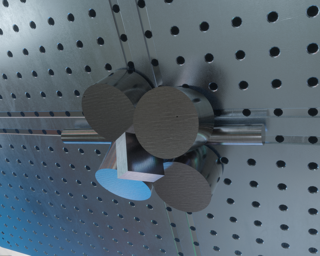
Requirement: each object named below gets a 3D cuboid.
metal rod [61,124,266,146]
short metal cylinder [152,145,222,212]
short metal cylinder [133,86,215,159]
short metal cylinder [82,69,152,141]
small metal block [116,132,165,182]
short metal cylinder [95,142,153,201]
[{"bbox_3d":[-0.015,0.010,0.420,0.300,0.025,0.025,-1,118,28],"label":"metal rod"},{"bbox_3d":[0.037,0.064,0.410,0.080,0.050,0.079,13,124,21],"label":"short metal cylinder"},{"bbox_3d":[0.017,-0.008,0.360,0.080,0.050,0.079,3,97,28],"label":"short metal cylinder"},{"bbox_3d":[-0.052,-0.029,0.399,0.080,0.050,0.079,13,124,21],"label":"short metal cylinder"},{"bbox_3d":[-0.025,0.036,0.380,0.050,0.050,0.025,13,146,-32],"label":"small metal block"},{"bbox_3d":[-0.043,0.059,0.433,0.080,0.050,0.080,14,143,11],"label":"short metal cylinder"}]
